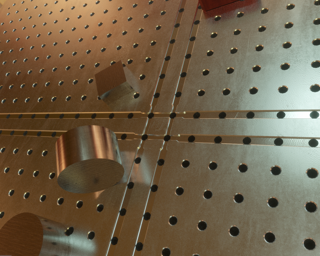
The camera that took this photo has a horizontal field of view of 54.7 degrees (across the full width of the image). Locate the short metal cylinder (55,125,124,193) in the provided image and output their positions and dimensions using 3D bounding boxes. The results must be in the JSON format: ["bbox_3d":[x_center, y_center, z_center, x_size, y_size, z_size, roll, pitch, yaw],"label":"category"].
[{"bbox_3d":[-0.090,0.041,0.395,0.080,0.080,0.050,-27,53,11],"label":"short metal cylinder"}]

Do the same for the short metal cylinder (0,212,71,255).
[{"bbox_3d":[-0.159,0.151,0.383,0.080,0.050,0.080,-13,56,21],"label":"short metal cylinder"}]

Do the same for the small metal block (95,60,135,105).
[{"bbox_3d":[-0.073,-0.072,0.491,0.050,0.025,0.050,-26,53,11],"label":"small metal block"}]

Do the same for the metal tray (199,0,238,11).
[{"bbox_3d":[0.106,-0.258,0.507,0.090,0.030,0.130,-11,57,22],"label":"metal tray"}]
